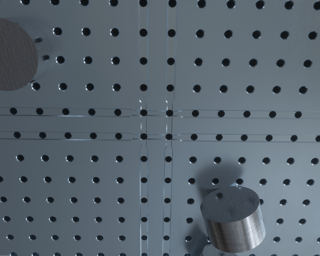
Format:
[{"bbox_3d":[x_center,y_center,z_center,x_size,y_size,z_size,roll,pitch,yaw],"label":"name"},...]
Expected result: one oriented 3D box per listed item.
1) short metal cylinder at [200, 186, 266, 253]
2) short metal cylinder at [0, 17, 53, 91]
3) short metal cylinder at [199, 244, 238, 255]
[{"bbox_3d":[0.101,0.125,0.431,0.080,0.080,0.050,-15,110,5],"label":"short metal cylinder"},{"bbox_3d":[-0.175,-0.089,0.366,0.081,0.050,0.079,0,110,0],"label":"short metal cylinder"},{"bbox_3d":[0.089,0.224,0.467,0.080,0.080,0.050,24,108,-9],"label":"short metal cylinder"}]
